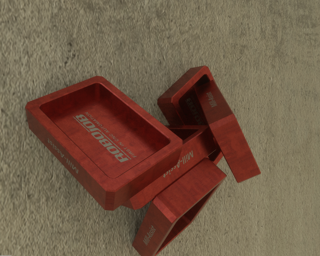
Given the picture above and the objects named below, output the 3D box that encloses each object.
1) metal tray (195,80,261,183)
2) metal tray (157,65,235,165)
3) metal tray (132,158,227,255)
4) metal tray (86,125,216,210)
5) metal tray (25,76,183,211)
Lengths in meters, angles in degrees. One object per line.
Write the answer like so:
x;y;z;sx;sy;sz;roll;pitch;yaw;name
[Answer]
0.085;-0.001;0.407;0.090;0.030;0.130;59;12;-24;metal tray
0.061;-0.014;0.456;0.090;0.030;0.130;-46;118;-30;metal tray
0.020;0.100;0.368;0.091;0.030;0.129;-31;154;-35;metal tray
-0.009;0.037;0.358;0.131;0.090;0.030;-31;110;-36;metal tray
-0.055;0.006;0.300;0.091;0.130;0.030;-31;148;-36;metal tray
